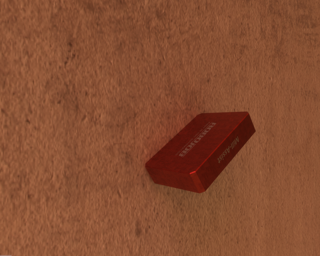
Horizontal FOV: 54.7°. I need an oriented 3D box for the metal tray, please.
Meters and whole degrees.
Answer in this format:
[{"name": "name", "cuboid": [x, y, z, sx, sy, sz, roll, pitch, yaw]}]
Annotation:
[{"name": "metal tray", "cuboid": [0.054, 0.026, 0.410, 0.131, 0.090, 0.030, -41, 116, -32]}]
